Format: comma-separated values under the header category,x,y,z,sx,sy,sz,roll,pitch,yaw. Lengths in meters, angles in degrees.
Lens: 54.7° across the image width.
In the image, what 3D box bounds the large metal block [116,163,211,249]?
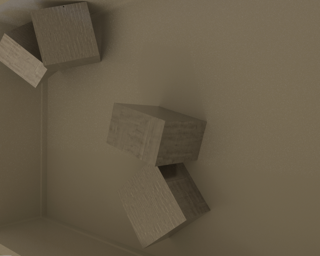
category,x,y,z,sx,sy,sz,roll,pitch,yaw
large metal block,0.002,0.091,0.389,0.080,0.050,0.080,-44,64,31

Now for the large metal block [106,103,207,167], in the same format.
category,x,y,z,sx,sy,sz,roll,pitch,yaw
large metal block,-0.004,0.005,0.374,0.080,0.081,0.050,21,103,38

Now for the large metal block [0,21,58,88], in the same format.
category,x,y,z,sx,sy,sz,roll,pitch,yaw
large metal block,-0.213,-0.127,0.526,0.080,0.080,0.050,39,123,-12

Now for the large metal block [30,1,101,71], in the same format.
category,x,y,z,sx,sy,sz,roll,pitch,yaw
large metal block,-0.140,-0.137,0.470,0.050,0.081,0.080,-179,76,-81
